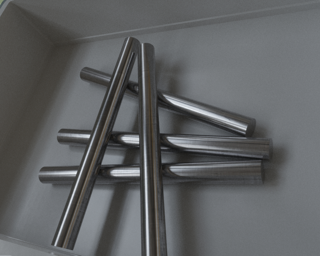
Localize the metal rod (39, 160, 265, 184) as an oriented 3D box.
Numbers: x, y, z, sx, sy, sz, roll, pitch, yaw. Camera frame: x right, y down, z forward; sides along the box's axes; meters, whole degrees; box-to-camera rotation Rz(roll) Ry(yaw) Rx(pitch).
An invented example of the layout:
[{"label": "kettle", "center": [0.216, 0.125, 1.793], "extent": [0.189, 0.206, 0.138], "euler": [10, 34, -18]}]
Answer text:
[{"label": "metal rod", "center": [-0.030, 0.057, 0.383], "extent": [0.301, 0.025, 0.025], "euler": [-5, 60, 25]}]

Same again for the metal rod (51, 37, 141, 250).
[{"label": "metal rod", "center": [-0.075, 0.002, 0.408], "extent": [0.025, 0.025, 0.300], "euler": [0, 62, 28]}]

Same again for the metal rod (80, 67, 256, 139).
[{"label": "metal rod", "center": [-0.011, -0.045, 0.435], "extent": [0.300, 0.025, 0.025], "euler": [22, 74, 35]}]

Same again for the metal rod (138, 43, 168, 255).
[{"label": "metal rod", "center": [-0.012, 0.011, 0.370], "extent": [0.025, 0.025, 0.299], "euler": [-16, 55, 19]}]

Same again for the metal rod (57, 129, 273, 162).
[{"label": "metal rod", "center": [-0.015, 0.018, 0.399], "extent": [0.300, 0.025, 0.025], "euler": [2, 63, 28]}]
